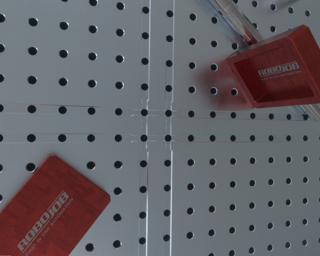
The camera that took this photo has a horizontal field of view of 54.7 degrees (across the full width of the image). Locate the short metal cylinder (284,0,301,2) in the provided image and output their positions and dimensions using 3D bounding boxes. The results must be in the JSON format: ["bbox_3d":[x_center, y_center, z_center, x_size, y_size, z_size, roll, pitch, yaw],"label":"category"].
[{"bbox_3d":[0.220,-0.244,0.480,0.081,0.050,0.080,0,90,-20],"label":"short metal cylinder"}]

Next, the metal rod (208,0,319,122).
[{"bbox_3d":[0.154,-0.119,0.468,0.300,0.025,0.025,43,77,-15],"label":"metal rod"}]

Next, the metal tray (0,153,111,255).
[{"bbox_3d":[-0.133,0.106,0.361,0.090,0.030,0.130,41,77,-16],"label":"metal tray"}]

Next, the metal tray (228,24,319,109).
[{"bbox_3d":[0.156,-0.074,0.414,0.030,0.130,0.090,-37,102,-16],"label":"metal tray"}]
